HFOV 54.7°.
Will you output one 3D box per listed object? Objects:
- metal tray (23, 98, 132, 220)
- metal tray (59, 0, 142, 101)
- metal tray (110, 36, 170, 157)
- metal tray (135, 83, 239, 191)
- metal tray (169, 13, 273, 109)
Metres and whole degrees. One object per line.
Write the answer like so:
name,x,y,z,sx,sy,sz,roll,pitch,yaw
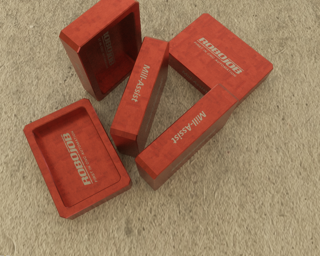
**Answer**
metal tray,-0.103,0.037,0.392,0.090,0.030,0.130,-27,73,-10
metal tray,-0.065,-0.097,0.388,0.030,0.130,0.090,42,75,13
metal tray,-0.021,-0.035,0.387,0.030,0.090,0.130,16,71,5
metal tray,0.031,0.014,0.370,0.130,0.090,0.030,-42,76,-14
metal tray,0.081,-0.094,0.442,0.090,0.030,0.130,-43,76,-14
